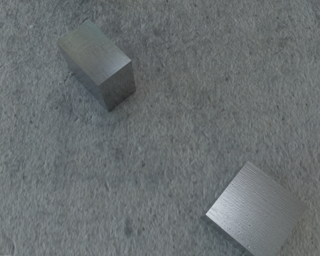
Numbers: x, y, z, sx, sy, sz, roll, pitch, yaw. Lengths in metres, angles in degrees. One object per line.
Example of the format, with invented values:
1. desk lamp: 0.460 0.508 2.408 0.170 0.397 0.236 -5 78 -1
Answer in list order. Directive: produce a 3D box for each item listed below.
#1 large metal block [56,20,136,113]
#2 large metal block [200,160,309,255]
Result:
1. large metal block: -0.079 -0.078 0.407 0.050 0.080 0.080 -41 75 -13
2. large metal block: 0.106 0.098 0.360 0.080 0.050 0.080 39 74 12
